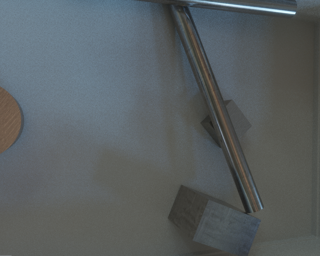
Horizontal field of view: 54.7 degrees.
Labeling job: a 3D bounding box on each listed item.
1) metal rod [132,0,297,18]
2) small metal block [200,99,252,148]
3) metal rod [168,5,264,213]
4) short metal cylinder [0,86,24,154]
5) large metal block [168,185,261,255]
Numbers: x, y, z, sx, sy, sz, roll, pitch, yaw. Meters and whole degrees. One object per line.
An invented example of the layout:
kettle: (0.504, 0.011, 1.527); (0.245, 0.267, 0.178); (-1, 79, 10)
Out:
metal rod: (0.038, -0.169, 0.397); (0.302, 0.025, 0.025); (1, 90, -15)
small metal block: (0.096, -0.005, 0.448); (0.050, 0.025, 0.050); (-43, 104, -15)
metal rod: (0.074, -0.032, 0.415); (0.025, 0.025, 0.299); (-20, 88, -19)
short metal cylinder: (-0.189, -0.008, 0.327); (0.081, 0.050, 0.079); (0, 90, -21)
large metal block: (0.068, 0.120, 0.407); (0.080, 0.080, 0.050); (25, 84, -19)
